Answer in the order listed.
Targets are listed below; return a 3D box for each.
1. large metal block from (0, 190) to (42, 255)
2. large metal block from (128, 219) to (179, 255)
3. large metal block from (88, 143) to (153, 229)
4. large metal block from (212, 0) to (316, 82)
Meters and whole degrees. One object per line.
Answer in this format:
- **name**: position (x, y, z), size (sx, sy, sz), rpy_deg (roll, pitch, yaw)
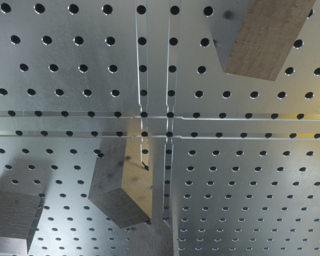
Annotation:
- **large metal block**: position (-0.245, 0.152, 0.503), size (0.080, 0.080, 0.050), rpy_deg (10, 129, -9)
- **large metal block**: position (-0.010, 0.218, 0.561), size (0.080, 0.080, 0.050), rpy_deg (-11, 129, 9)
- **large metal block**: position (-0.052, 0.084, 0.446), size (0.050, 0.080, 0.080), rpy_deg (-22, 127, 17)
- **large metal block**: position (0.089, -0.102, 0.289), size (0.050, 0.080, 0.079), rpy_deg (9, 130, -7)
